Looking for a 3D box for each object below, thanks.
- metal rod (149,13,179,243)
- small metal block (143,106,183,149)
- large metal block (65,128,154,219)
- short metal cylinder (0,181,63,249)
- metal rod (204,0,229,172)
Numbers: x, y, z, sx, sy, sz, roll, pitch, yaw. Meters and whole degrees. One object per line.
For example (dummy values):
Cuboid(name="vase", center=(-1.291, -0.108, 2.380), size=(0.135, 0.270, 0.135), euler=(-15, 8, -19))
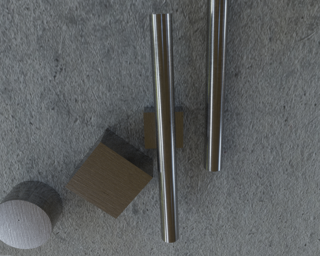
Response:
Cuboid(name="metal rod", center=(0.008, 0.015, 0.388), size=(0.025, 0.025, 0.298), euler=(-3, 110, 1))
Cuboid(name="small metal block", center=(0.005, -0.001, 0.410), size=(0.050, 0.025, 0.050), euler=(-1, 110, 0))
Cuboid(name="large metal block", center=(-0.065, 0.061, 0.418), size=(0.080, 0.050, 0.080), euler=(36, 106, -13))
Cuboid(name="short metal cylinder", center=(-0.186, 0.122, 0.440), size=(0.081, 0.050, 0.079), euler=(0, 110, 0))
Cuboid(name="metal rod", center=(0.069, -0.085, 0.379), size=(0.025, 0.025, 0.298), euler=(-2, 110, 0))
